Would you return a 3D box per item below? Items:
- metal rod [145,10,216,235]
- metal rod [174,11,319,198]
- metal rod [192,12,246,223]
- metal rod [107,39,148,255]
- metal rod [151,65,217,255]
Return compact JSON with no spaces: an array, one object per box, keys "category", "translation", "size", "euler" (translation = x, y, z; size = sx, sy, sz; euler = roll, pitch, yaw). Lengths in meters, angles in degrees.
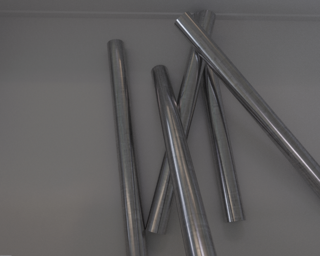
[{"category":"metal rod","translation":[0.031,-0.018,0.401],"size":[0.025,0.025,0.299],"euler":[13,76,5]},{"category":"metal rod","translation":[0.122,-0.025,0.389],"size":[0.025,0.025,0.300],"euler":[-38,86,-13]},{"category":"metal rod","translation":[0.074,-0.028,0.420],"size":[0.025,0.025,0.299],"euler":[-6,70,-2]},{"category":"metal rod","translation":[-0.045,0.016,0.403],"size":[0.025,0.025,0.299],"euler":[-7,70,-3]},{"category":"metal rod","translation":[0.019,0.026,0.335],"size":[0.025,0.025,0.300],"euler":[-8,45,-3]}]
